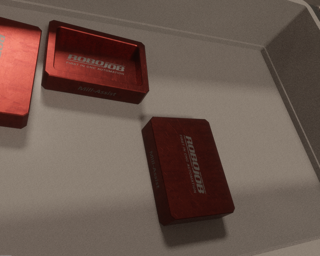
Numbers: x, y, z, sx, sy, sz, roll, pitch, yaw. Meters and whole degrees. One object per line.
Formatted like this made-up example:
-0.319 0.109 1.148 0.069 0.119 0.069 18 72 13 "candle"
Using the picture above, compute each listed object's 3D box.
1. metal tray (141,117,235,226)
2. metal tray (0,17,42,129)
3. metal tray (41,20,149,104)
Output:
0.034 0.050 0.392 0.091 0.030 0.130 2 61 -28 "metal tray"
-0.187 -0.068 0.343 0.091 0.030 0.130 9 58 -24 "metal tray"
-0.083 -0.085 0.410 0.131 0.030 0.090 8 58 -25 "metal tray"
